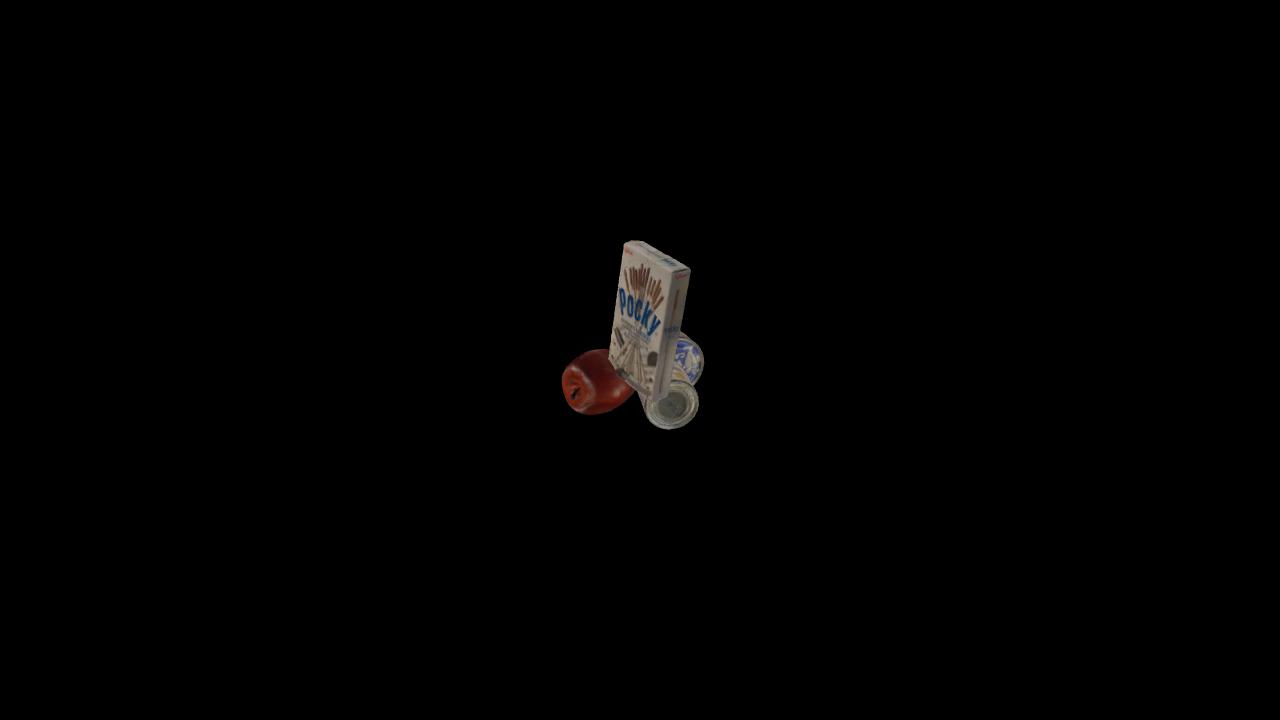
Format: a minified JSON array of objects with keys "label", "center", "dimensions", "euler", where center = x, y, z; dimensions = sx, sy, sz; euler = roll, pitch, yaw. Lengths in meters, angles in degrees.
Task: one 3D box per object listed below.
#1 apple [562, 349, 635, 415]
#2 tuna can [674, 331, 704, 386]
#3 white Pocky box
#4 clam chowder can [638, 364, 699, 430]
[{"label":"apple","center":[-0.048,0.026,0.726],"dimensions":[0.093,0.079,0.079],"euler":[-22,15,-42]},{"label":"tuna can","center":[0.035,0.004,0.766],"dimensions":[0.084,0.084,0.034],"euler":[0,26,-24]},{"label":"white Pocky box","center":[0.007,-0.040,0.653],"dimensions":[0.028,0.154,0.084],"euler":[-15,37,-35]},{"label":"clam chowder can","center":[0.029,0.033,0.761],"dimensions":[0.068,0.068,0.102],"euler":[0,24,-10]}]
